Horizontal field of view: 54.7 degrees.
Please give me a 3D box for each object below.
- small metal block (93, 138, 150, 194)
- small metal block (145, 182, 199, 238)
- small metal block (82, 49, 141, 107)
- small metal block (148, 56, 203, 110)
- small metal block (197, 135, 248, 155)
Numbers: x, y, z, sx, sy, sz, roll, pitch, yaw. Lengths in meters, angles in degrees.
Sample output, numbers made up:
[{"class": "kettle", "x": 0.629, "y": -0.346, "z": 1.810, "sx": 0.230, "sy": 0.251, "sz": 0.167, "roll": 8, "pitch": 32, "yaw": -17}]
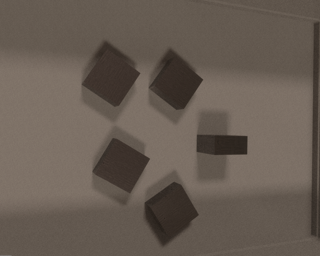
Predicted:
[{"class": "small metal block", "x": -0.049, "y": 0.047, "z": 0.393, "sx": 0.050, "sy": 0.025, "sz": 0.050, "roll": 33, "pitch": 79, "yaw": -17}, {"class": "small metal block", "x": 0.016, "y": 0.109, "z": 0.418, "sx": 0.050, "sy": 0.025, "sz": 0.050, "roll": -33, "pitch": 101, "yaw": -17}, {"class": "small metal block", "x": -0.061, "y": -0.062, "z": 0.388, "sx": 0.050, "sy": 0.025, "sz": 0.050, "roll": 35, "pitch": 79, "yaw": -17}, {"class": "small metal block", "x": 0.022, "y": -0.060, "z": 0.420, "sx": 0.050, "sy": 0.025, "sz": 0.050, "roll": 37, "pitch": 78, "yaw": -17}, {"class": "small metal block", "x": 0.085, "y": 0.023, "z": 0.430, "sx": 0.050, "sy": 0.050, "sz": 0.025, "roll": 1, "pitch": 90, "yaw": -20}]
